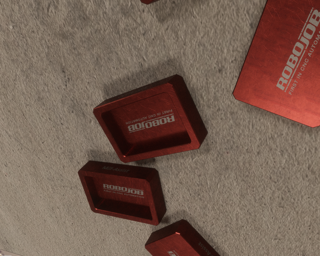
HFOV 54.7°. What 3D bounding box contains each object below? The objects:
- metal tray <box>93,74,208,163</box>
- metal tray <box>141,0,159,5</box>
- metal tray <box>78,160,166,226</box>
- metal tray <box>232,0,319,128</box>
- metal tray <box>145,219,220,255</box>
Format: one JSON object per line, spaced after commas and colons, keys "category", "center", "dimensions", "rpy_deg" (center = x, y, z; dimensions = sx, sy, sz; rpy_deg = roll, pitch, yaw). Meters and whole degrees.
{"category": "metal tray", "center": [-0.015, -0.007, 0.405], "dimensions": [0.130, 0.030, 0.090], "rpy_deg": [-15, 111, 33]}
{"category": "metal tray", "center": [-0.007, -0.196, 0.284], "dimensions": [0.090, 0.030, 0.130], "rpy_deg": [-19, 109, 35]}
{"category": "metal tray", "center": [-0.061, 0.103, 0.496], "dimensions": [0.130, 0.030, 0.089], "rpy_deg": [3, 120, 26]}
{"category": "metal tray", "center": [0.133, -0.073, 0.289], "dimensions": [0.090, 0.030, 0.129], "rpy_deg": [23, 127, 14]}
{"category": "metal tray", "center": [0.049, 0.218, 0.511], "dimensions": [0.130, 0.030, 0.090], "rpy_deg": [47, 129, -6]}
